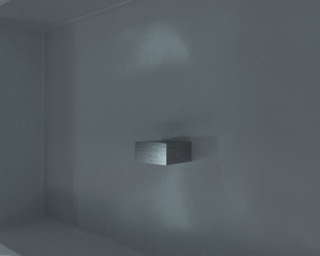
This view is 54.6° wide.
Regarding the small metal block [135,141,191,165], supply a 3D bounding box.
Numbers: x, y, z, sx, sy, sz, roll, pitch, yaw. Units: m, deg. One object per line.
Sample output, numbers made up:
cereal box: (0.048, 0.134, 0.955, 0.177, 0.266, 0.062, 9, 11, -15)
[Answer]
small metal block: (0.004, 0.030, 0.388, 0.050, 0.050, 0.025, 1, 91, 40)
